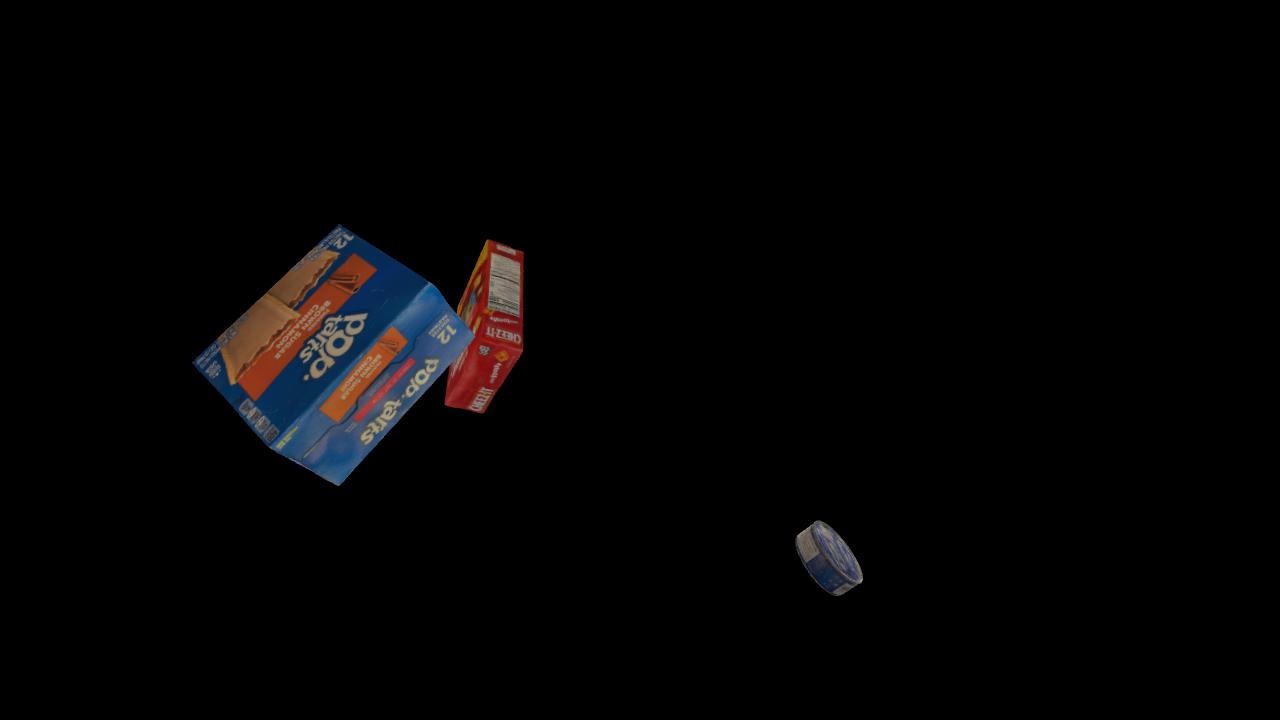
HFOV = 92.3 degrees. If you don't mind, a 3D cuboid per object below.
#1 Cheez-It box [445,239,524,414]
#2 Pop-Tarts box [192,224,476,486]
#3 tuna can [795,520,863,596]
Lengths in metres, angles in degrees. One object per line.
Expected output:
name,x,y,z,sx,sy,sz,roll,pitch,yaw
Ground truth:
Cheez-It box,-0.241,-0.054,0.965,0.071,0.223,0.166,16,-46,-25
Pop-Tarts box,-0.254,-0.009,0.519,0.141,0.167,0.083,31,-17,29
tuna can,0.226,0.238,0.738,0.034,0.084,0.084,-44,-19,21
